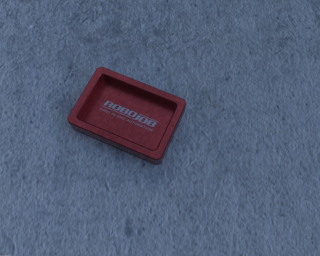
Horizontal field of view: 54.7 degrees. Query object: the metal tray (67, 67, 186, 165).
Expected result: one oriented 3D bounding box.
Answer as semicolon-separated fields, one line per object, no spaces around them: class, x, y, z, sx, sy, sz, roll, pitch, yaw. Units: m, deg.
metal tray;-0.042;-0.017;0.411;0.130;0.030;0.090;23;71;7
